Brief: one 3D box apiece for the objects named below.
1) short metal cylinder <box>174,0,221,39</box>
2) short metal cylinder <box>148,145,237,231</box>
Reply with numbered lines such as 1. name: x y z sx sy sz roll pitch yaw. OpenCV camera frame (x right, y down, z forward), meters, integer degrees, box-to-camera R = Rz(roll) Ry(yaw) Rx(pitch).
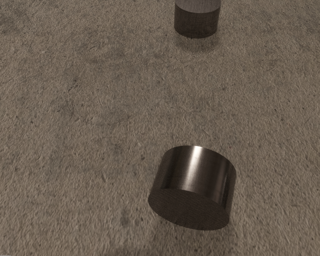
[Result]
1. short metal cylinder: 0.067 -0.207 0.562 0.081 0.050 0.080 0 50 0
2. short metal cylinder: 0.034 0.062 0.316 0.080 0.080 0.050 13 51 10
